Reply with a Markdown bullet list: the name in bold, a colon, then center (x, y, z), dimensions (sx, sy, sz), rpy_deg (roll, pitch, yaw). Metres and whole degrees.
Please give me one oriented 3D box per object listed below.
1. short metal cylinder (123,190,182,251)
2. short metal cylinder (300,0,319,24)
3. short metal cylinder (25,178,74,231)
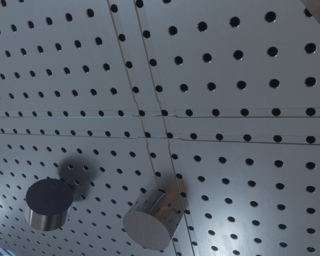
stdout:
- **short metal cylinder**: center (-0.011, 0.145, 0.489), dimensions (0.080, 0.050, 0.079), rpy_deg (13, 124, 20)
- **short metal cylinder**: center (0.134, -0.116, 0.233), dimensions (0.080, 0.080, 0.050), rpy_deg (49, 128, -6)
- **short metal cylinder**: center (-0.203, 0.139, 0.566), dimensions (0.080, 0.080, 0.050), rpy_deg (29, 128, 9)
